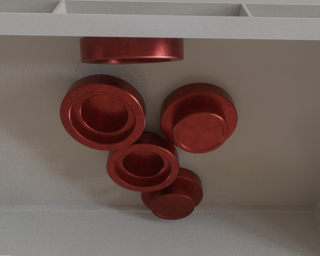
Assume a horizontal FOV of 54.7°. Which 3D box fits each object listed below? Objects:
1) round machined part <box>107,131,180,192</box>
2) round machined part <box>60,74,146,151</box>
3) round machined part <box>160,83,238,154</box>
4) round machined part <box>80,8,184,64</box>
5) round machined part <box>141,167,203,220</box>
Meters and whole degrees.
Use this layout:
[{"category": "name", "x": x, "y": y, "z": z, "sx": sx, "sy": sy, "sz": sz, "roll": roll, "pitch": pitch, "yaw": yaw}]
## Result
[{"category": "round machined part", "x": -0.023, "y": 0.043, "z": 0.434, "sx": 0.099, "sy": 0.042, "sz": 0.097, "roll": 0, "pitch": 131, "yaw": 0}, {"category": "round machined part", "x": -0.066, "y": -0.022, "z": 0.376, "sx": 0.099, "sy": 0.042, "sz": 0.097, "roll": 1, "pitch": 127, "yaw": 1}, {"category": "round machined part", "x": 0.049, "y": -0.005, "z": 0.394, "sx": 0.099, "sy": 0.042, "sz": 0.097, "roll": -1, "pitch": 130, "yaw": 0}, {"category": "round machined part", "x": -0.027, "y": -0.086, "z": 0.298, "sx": 0.099, "sy": 0.098, "sz": 0.042, "roll": -2, "pitch": 99, "yaw": 1}, {"category": "round machined part", "x": 0.019, "y": 0.110, "z": 0.492, "sx": 0.099, "sy": 0.042, "sz": 0.097, "roll": -1, "pitch": 130, "yaw": 0}]
